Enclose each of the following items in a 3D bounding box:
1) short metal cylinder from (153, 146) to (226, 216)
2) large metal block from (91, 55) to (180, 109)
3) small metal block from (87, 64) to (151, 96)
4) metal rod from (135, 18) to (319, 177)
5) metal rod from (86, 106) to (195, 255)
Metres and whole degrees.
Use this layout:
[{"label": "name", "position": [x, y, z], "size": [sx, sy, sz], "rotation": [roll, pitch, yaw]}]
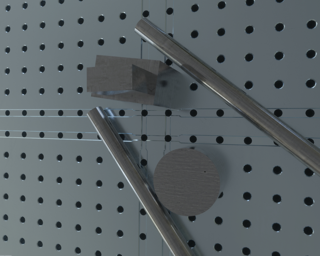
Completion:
[{"label": "short metal cylinder", "position": [0.038, 0.063, 0.385], "size": [0.080, 0.050, 0.079], "rotation": [0, 90, 19]}, {"label": "large metal block", "position": [-0.028, -0.056, 0.392], "size": [0.080, 0.080, 0.050], "rotation": [9, 93, 19]}, {"label": "small metal block", "position": [-0.042, -0.049, 0.328], "size": [0.050, 0.050, 0.025], "rotation": [0, 90, 19]}, {"label": "metal rod", "position": [0.084, -0.044, 0.382], "size": [0.300, 0.025, 0.025], "rotation": [41, 103, 15]}, {"label": "metal rod", "position": [-0.013, 0.099, 0.416], "size": [0.025, 0.025, 0.299], "rotation": [-37, 79, 16]}]
